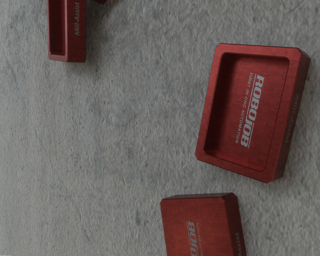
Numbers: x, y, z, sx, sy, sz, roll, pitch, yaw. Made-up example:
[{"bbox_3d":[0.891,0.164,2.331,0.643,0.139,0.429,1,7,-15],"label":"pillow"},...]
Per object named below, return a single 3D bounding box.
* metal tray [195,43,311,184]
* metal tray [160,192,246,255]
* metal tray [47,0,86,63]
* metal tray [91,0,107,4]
[{"bbox_3d":[0.092,-0.018,0.324,0.090,0.030,0.129,16,100,38],"label":"metal tray"},{"bbox_3d":[0.051,0.144,0.358,0.090,0.030,0.129,-13,82,39],"label":"metal tray"},{"bbox_3d":[-0.153,-0.174,0.501,0.090,0.030,0.129,19,111,50],"label":"metal tray"},{"bbox_3d":[-0.071,-0.261,0.458,0.130,0.030,0.090,-29,72,36],"label":"metal tray"}]
